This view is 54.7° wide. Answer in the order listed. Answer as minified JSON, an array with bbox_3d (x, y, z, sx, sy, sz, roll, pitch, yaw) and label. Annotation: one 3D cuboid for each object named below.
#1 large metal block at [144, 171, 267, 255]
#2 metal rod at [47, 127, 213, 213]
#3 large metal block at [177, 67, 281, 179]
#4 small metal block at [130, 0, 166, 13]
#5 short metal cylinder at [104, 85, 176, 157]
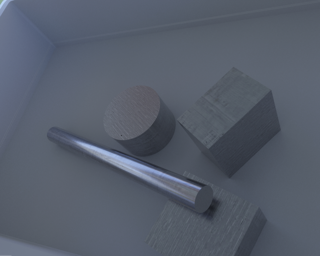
[{"bbox_3d":[0.046,0.101,0.303,0.080,0.050,0.080,22,74,36],"label":"large metal block"},{"bbox_3d":[-0.063,0.036,0.377,0.300,0.025,0.025,14,69,46],"label":"metal rod"},{"bbox_3d":[0.077,-0.003,0.332,0.080,0.080,0.050,-43,51,-2],"label":"large metal block"},{"bbox_3d":[-0.018,-0.236,0.561,0.050,0.025,0.050,14,69,33],"label":"small metal block"},{"bbox_3d":[-0.026,-0.009,0.407,0.080,0.050,0.080,-13,56,20],"label":"short metal cylinder"}]
